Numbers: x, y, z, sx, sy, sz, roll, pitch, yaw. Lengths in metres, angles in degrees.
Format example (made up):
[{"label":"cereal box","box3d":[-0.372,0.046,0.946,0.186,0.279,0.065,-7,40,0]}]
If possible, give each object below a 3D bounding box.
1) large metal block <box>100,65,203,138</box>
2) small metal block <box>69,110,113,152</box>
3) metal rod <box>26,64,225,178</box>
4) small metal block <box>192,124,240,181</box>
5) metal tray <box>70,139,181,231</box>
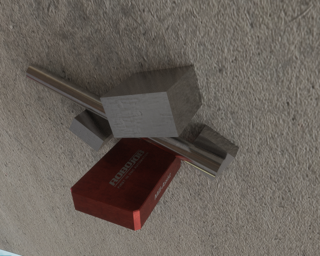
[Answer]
[{"label":"large metal block","box3d":[-0.006,-0.031,0.354,0.080,0.080,0.050,-2,118,29]},{"label":"small metal block","box3d":[-0.089,-0.002,0.435,0.050,0.050,0.025,38,129,2]},{"label":"metal rod","box3d":[-0.058,-0.017,0.409,0.301,0.025,0.025,27,128,17]},{"label":"small metal block","box3d":[0.063,0.031,0.394,0.050,0.025,0.050,36,129,4]},{"label":"metal tray","box3d":[-0.037,0.062,0.397,0.090,0.131,0.030,12,123,21]}]
